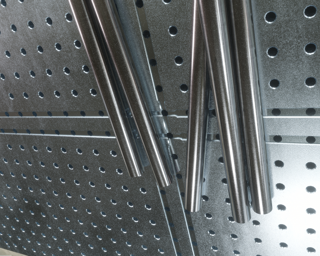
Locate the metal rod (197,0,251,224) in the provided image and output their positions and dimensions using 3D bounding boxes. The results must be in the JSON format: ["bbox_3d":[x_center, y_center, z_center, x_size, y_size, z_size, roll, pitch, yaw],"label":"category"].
[{"bbox_3d":[0.078,-0.003,0.352,0.025,0.025,0.298,2,124,27],"label":"metal rod"}]

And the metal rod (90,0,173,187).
[{"bbox_3d":[-0.035,-0.052,0.396,0.025,0.025,0.298,-4,117,30],"label":"metal rod"}]

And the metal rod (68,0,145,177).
[{"bbox_3d":[-0.071,-0.064,0.407,0.025,0.025,0.298,-1,118,28],"label":"metal rod"}]

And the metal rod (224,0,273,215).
[{"bbox_3d":[0.099,-0.027,0.341,0.025,0.025,0.298,-1,118,28],"label":"metal rod"}]

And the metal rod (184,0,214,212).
[{"bbox_3d":[0.046,-0.013,0.377,0.025,0.025,0.298,13,124,21],"label":"metal rod"}]
